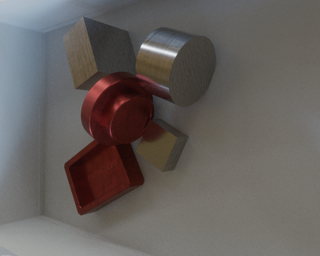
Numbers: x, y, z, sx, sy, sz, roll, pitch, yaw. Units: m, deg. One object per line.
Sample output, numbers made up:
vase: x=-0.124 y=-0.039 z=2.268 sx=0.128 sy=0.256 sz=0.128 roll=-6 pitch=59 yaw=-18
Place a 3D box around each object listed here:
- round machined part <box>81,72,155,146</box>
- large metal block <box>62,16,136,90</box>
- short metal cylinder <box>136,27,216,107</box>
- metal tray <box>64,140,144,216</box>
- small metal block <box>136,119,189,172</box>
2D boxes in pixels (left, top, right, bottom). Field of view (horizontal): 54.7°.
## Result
round machined part: x=-0.046 y=-0.018 z=0.394 sx=0.042 sy=0.099 sz=0.097 roll=36 pitch=112 yaw=36
large metal block: x=-0.080 y=-0.098 z=0.434 sx=0.050 sy=0.081 sz=0.080 roll=-27 pitch=73 yaw=36
short metal cylinder: x=0.019 y=-0.070 z=0.354 sx=0.050 sy=0.081 sz=0.079 roll=28 pitch=107 yaw=36
metal tray: x=-0.090 y=0.069 z=0.475 sx=0.130 sy=0.030 sz=0.090 roll=-35 pitch=69 yaw=34
small metal block: x=0.002 y=0.022 z=0.403 sx=0.050 sy=0.025 sz=0.050 roll=34 pitch=111 yaw=34
